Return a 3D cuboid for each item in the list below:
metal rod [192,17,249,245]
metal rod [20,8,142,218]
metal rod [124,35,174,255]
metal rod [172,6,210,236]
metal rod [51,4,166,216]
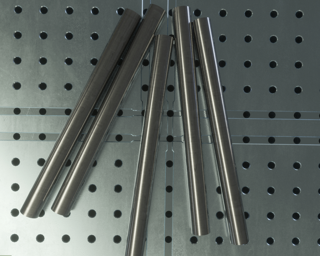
[{"bbox_3d":[0.081,0.004,0.414,0.025,0.025,0.299,-10,90,0],"label":"metal rod"},{"bbox_3d":[-0.104,-0.019,0.412,0.025,0.025,0.299,28,90,0],"label":"metal rod"},{"bbox_3d":[-0.015,0.027,0.413,0.025,0.025,0.298,8,90,0],"label":"metal rod"},{"bbox_3d":[0.042,-0.009,0.414,0.025,0.025,0.298,-5,90,0],"label":"metal rod"},{"bbox_3d":[-0.068,-0.024,0.413,0.025,0.025,0.299,26,90,0],"label":"metal rod"}]
